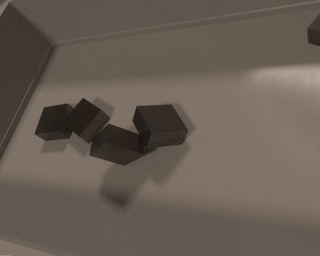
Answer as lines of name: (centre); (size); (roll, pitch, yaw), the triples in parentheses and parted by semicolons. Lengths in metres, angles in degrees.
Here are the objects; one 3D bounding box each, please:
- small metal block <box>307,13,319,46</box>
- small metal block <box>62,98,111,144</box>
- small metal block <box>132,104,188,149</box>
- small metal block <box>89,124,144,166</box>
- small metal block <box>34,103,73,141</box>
small metal block: (0.214, -0.121, 0.368); (0.050, 0.025, 0.050); (34, 80, 38)
small metal block: (-0.112, -0.011, 0.470); (0.050, 0.025, 0.050); (31, 79, 37)
small metal block: (-0.001, -0.003, 0.389); (0.050, 0.025, 0.050); (-5, 46, -28)
small metal block: (-0.054, 0.023, 0.390); (0.050, 0.050, 0.025); (-34, 43, 48)
small metal block: (-0.166, -0.009, 0.496); (0.050, 0.025, 0.050); (-6, 59, 25)
